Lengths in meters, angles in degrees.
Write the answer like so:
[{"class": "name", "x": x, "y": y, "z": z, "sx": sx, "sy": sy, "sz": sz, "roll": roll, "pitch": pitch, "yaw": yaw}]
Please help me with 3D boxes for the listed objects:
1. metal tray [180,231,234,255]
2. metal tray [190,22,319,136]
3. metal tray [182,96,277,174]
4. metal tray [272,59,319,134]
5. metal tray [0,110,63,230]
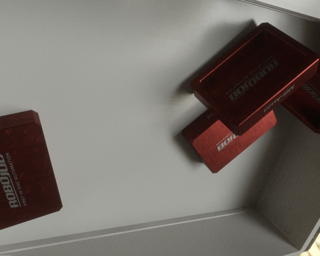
[{"class": "metal tray", "x": 0.076, "y": 0.274, "z": 0.622, "sx": 0.130, "sy": 0.030, "sz": 0.090, "roll": -46, "pitch": 130, "yaw": 4}, {"class": "metal tray", "x": 0.116, "y": -0.064, "z": 0.389, "sx": 0.130, "sy": 0.090, "sz": 0.030, "roll": -40, "pitch": 149, "yaw": -2}, {"class": "metal tray", "x": 0.107, "y": -0.002, "z": 0.465, "sx": 0.130, "sy": 0.030, "sz": 0.090, "roll": -39, "pitch": 130, "yaw": -2}, {"class": "metal tray", "x": 0.231, "y": -0.041, "z": 0.446, "sx": 0.130, "sy": 0.090, "sz": 0.030, "roll": 33, "pitch": 68, "yaw": -21}, {"class": "metal tray", "x": -0.168, "y": 0.051, "z": 0.346, "sx": 0.091, "sy": 0.030, "sz": 0.129, "roll": -15, "pitch": 125, "yaw": -21}]
